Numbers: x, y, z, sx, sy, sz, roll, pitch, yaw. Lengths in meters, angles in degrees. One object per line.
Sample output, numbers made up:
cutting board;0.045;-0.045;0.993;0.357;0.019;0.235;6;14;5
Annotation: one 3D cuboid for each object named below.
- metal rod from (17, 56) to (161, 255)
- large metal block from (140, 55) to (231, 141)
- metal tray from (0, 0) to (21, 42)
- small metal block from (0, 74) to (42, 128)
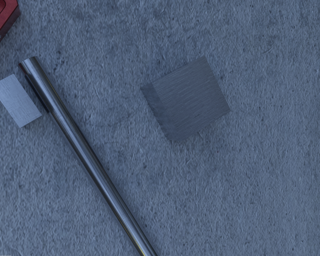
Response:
metal rod;-0.079;0.052;0.380;0.025;0.025;0.299;-33;101;-17
large metal block;0.033;-0.038;0.409;0.080;0.050;0.080;-31;100;-18
metal tray;-0.223;-0.104;0.323;0.090;0.030;0.130;33;79;-18
small metal block;-0.155;-0.028;0.339;0.025;0.050;0.050;-35;102;-17
